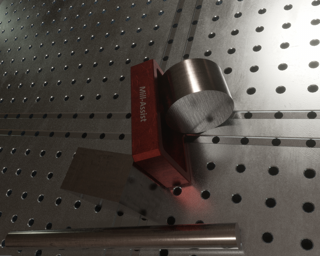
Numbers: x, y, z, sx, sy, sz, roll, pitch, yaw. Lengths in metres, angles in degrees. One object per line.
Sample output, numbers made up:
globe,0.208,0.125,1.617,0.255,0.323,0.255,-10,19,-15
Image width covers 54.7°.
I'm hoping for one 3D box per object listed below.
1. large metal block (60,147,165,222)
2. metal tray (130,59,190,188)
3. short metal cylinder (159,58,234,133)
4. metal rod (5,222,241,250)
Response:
large metal block,-0.050,0.065,0.358,0.080,0.080,0.050,5,64,30
metal tray,0.000,-0.006,0.368,0.030,0.090,0.130,-17,55,18
short metal cylinder,0.042,-0.037,0.372,0.080,0.080,0.050,-22,54,15
metal rod,-0.061,0.128,0.359,0.301,0.025,0.025,-10,58,22
